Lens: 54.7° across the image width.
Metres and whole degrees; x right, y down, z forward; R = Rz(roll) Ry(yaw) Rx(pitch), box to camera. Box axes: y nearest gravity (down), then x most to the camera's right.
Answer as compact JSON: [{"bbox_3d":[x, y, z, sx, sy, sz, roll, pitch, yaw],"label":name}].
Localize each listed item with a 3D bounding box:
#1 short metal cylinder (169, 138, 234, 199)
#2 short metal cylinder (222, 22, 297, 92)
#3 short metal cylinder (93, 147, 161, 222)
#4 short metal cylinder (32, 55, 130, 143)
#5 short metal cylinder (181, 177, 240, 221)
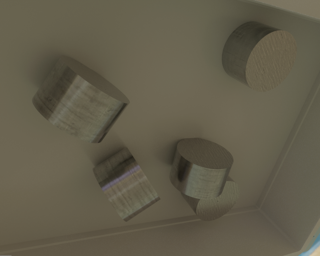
[{"bbox_3d":[0.058,0.056,0.441,0.081,0.080,0.050,-2,119,-28],"label":"short metal cylinder"},{"bbox_3d":[0.130,-0.094,0.407,0.081,0.050,0.079,-14,125,-21],"label":"short metal cylinder"},{"bbox_3d":[-0.042,0.071,0.395,0.050,0.080,0.080,-33,129,-7],"label":"short metal cylinder"},{"bbox_3d":[-0.078,-0.029,0.313,0.080,0.080,0.050,29,102,-38],"label":"short metal cylinder"},{"bbox_3d":[0.081,0.103,0.503,0.081,0.050,0.079,-14,125,-21],"label":"short metal cylinder"}]
